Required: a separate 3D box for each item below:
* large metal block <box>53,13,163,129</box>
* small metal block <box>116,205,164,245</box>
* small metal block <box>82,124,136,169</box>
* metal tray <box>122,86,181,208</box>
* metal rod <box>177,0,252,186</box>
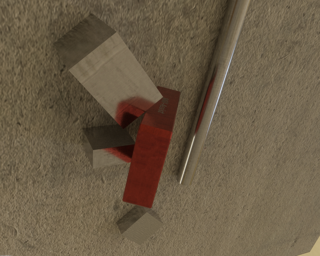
[{"bbox_3d":[-0.052,-0.058,0.308,0.050,0.080,0.080,-40,130,-2],"label":"large metal block"},{"bbox_3d":[-0.031,0.150,0.484,0.050,0.025,0.050,-42,130,0],"label":"small metal block"},{"bbox_3d":[-0.062,0.020,0.370,0.050,0.050,0.025,-7,122,-25],"label":"small metal block"},{"bbox_3d":[-0.006,0.015,0.349,0.030,0.130,0.089,15,115,1],"label":"metal tray"},{"bbox_3d":[0.070,-0.049,0.416,0.025,0.025,0.298,-1,119,-28],"label":"metal rod"}]
